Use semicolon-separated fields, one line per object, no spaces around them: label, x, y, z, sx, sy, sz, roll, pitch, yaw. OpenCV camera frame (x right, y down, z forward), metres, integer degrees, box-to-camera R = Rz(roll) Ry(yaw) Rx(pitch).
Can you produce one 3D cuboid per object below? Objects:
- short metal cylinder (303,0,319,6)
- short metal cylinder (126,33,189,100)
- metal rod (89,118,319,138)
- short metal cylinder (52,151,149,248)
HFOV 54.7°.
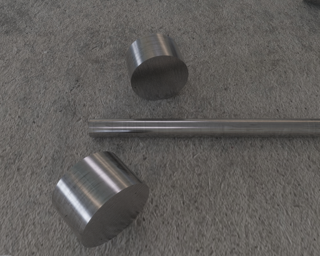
short metal cylinder;0.324;-0.285;0.610;0.050;0.080;0.080;34;58;25
short metal cylinder;-0.005;-0.085;0.439;0.081;0.080;0.050;-9;51;-8
metal rod;0.061;0.000;0.403;0.302;0.025;0.025;0;50;0
short metal cylinder;-0.057;0.070;0.308;0.080;0.080;0.050;-35;59;-26
